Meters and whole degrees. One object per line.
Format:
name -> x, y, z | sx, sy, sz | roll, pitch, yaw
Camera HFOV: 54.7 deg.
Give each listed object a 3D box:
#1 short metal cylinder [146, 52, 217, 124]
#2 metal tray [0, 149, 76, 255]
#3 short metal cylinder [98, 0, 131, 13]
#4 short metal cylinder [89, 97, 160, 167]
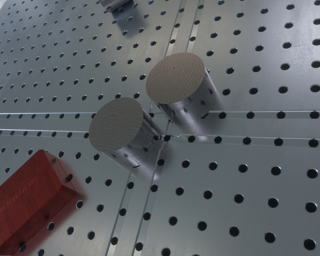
short metal cylinder -> 0.029, -0.052, 0.409 | 0.080, 0.050, 0.080 | -13, 56, 21
metal tray -> -0.193, 0.104, 0.442 | 0.130, 0.030, 0.090 | -44, 51, -2
short metal cylinder -> -0.095, -0.269, 0.588 | 0.050, 0.080, 0.080 | -26, 53, 12
short metal cylinder -> -0.046, 0.006, 0.413 | 0.080, 0.050, 0.080 | -13, 56, 21
